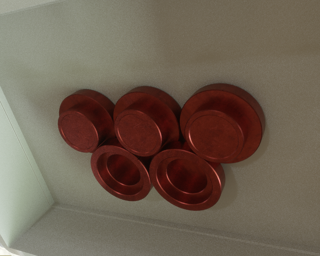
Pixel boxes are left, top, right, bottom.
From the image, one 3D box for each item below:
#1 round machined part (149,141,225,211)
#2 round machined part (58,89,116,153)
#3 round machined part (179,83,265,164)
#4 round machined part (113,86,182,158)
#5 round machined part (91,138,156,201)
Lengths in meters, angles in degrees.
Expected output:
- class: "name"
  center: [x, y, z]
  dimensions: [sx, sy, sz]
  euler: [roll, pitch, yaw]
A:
- class: "round machined part"
  center: [0.039, 0.059, 0.411]
  dimensions: [0.098, 0.042, 0.097]
  euler: [13, 124, 21]
- class: "round machined part"
  center: [-0.107, -0.003, 0.449]
  dimensions: [0.098, 0.042, 0.097]
  euler: [12, 123, 20]
- class: "round machined part"
  center: [0.068, 0.001, 0.359]
  dimensions: [0.098, 0.042, 0.097]
  euler: [13, 123, 21]
- class: "round machined part"
  center: [-0.020, -0.002, 0.404]
  dimensions: [0.098, 0.042, 0.097]
  euler: [13, 123, 21]
- class: "round machined part"
  center: [-0.049, 0.056, 0.456]
  dimensions: [0.098, 0.042, 0.097]
  euler: [13, 124, 21]
